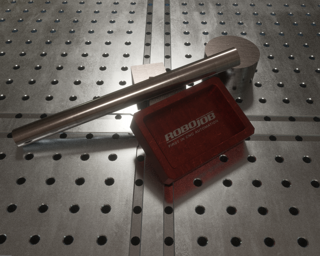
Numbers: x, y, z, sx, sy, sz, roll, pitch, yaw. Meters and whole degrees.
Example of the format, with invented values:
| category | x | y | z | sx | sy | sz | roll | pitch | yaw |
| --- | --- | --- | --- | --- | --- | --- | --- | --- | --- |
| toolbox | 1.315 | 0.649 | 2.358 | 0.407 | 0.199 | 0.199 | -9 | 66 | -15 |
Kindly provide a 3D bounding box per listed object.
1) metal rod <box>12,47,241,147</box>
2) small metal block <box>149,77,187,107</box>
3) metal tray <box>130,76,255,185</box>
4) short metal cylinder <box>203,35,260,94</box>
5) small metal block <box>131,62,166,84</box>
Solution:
| category | x | y | z | sx | sy | sz | roll | pitch | yaw |
| --- | --- | --- | --- | --- | --- | --- | --- | --- | --- |
| metal rod | -0.041 | -0.040 | 0.400 | 0.302 | 0.025 | 0.025 | -21 | 52 | -2 |
| small metal block | 0.010 | -0.043 | 0.428 | 0.050 | 0.025 | 0.050 | 0 | 79 | -6 |
| metal tray | 0.041 | 0.000 | 0.385 | 0.131 | 0.030 | 0.090 | -27 | 77 | -21 |
| short metal cylinder | 0.106 | -0.098 | 0.475 | 0.081 | 0.050 | 0.080 | 0 | 50 | 0 |
| small metal block | -0.015 | -0.071 | 0.467 | 0.050 | 0.025 | 0.050 | -9 | 51 | -8 |
